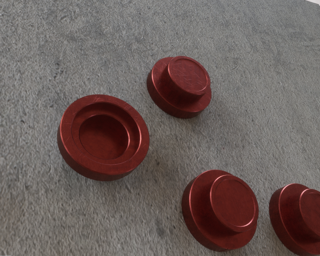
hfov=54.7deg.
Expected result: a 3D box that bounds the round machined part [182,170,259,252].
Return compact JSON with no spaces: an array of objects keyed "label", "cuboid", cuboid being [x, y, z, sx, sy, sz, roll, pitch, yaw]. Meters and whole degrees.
[{"label":"round machined part","cuboid":[0.079,0.096,0.377,0.099,0.042,0.098,14,56,-21]}]

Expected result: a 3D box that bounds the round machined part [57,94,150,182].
[{"label":"round machined part","cuboid":[-0.065,0.014,0.349,0.099,0.042,0.098,14,56,-21]}]

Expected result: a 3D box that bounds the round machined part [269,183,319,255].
[{"label":"round machined part","cuboid":[0.204,0.123,0.428,0.099,0.042,0.098,14,56,-21]}]

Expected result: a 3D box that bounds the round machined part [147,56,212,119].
[{"label":"round machined part","cuboid":[0.034,-0.066,0.451,0.099,0.042,0.098,14,56,-21]}]
